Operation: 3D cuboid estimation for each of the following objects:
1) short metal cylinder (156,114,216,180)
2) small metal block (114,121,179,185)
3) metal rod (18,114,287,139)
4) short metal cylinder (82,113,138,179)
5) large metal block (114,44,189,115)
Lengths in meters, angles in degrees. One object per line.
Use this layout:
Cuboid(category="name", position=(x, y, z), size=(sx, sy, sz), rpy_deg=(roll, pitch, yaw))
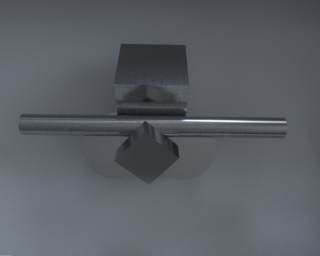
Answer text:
Cuboid(category="short metal cylinder", position=(0.027, 0.023, 0.398), size=(0.081, 0.050, 0.079), rpy_deg=(0, 90, -1))
Cuboid(category="small metal block", position=(-0.014, 0.029, 0.349), size=(0.050, 0.025, 0.050), rpy_deg=(38, 112, -19))
Cuboid(category="metal rod", position=(-0.007, -0.002, 0.360), size=(0.302, 0.025, 0.025), rpy_deg=(1, 90, -1))
Cuboid(category="short metal cylinder", position=(-0.053, 0.021, 0.397), size=(0.081, 0.050, 0.079), rpy_deg=(0, 90, -1))
Cuboid(category="large metal block", position=(-0.009, -0.058, 0.377), size=(0.081, 0.050, 0.080), rpy_deg=(1, 47, 0))
